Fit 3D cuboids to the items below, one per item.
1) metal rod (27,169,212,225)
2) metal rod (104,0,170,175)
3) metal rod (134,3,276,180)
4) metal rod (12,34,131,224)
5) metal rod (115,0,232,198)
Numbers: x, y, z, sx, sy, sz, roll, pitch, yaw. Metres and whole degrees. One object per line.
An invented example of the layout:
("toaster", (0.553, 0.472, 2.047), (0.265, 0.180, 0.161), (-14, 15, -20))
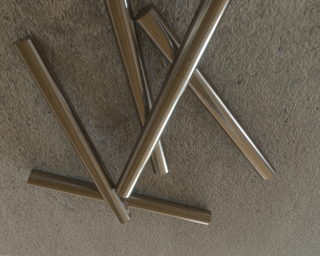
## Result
("metal rod", (-0.056, 0.115, 0.503), (0.302, 0.025, 0.025), (16, 128, -14))
("metal rod", (-0.025, -0.051, 0.362), (0.025, 0.025, 0.298), (-8, 130, 6))
("metal rod", (0.073, -0.024, 0.387), (0.025, 0.025, 0.300), (-30, 125, 22))
("metal rod", (-0.100, 0.024, 0.408), (0.025, 0.025, 0.299), (-13, 124, 10))
("metal rod", (0.000, -0.015, 0.359), (0.025, 0.025, 0.298), (16, 128, -14))
